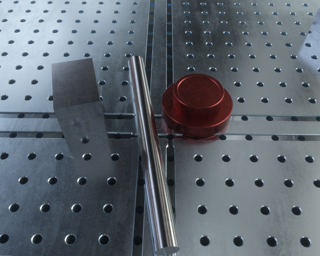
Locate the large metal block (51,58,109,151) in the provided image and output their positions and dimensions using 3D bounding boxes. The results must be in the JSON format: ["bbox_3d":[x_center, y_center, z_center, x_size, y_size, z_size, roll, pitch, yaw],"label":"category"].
[{"bbox_3d":[-0.101,-0.030,0.396,0.050,0.080,0.080,-11,51,-9],"label":"large metal block"}]

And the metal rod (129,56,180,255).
[{"bbox_3d":[-0.016,0.008,0.400,0.025,0.025,0.300,-7,50,-6],"label":"metal rod"}]

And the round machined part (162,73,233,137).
[{"bbox_3d":[0.052,-0.038,0.429,0.099,0.042,0.098,0,50,0],"label":"round machined part"}]

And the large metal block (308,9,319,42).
[{"bbox_3d":[0.327,-0.177,0.542,0.081,0.050,0.080,-22,54,-18],"label":"large metal block"}]
